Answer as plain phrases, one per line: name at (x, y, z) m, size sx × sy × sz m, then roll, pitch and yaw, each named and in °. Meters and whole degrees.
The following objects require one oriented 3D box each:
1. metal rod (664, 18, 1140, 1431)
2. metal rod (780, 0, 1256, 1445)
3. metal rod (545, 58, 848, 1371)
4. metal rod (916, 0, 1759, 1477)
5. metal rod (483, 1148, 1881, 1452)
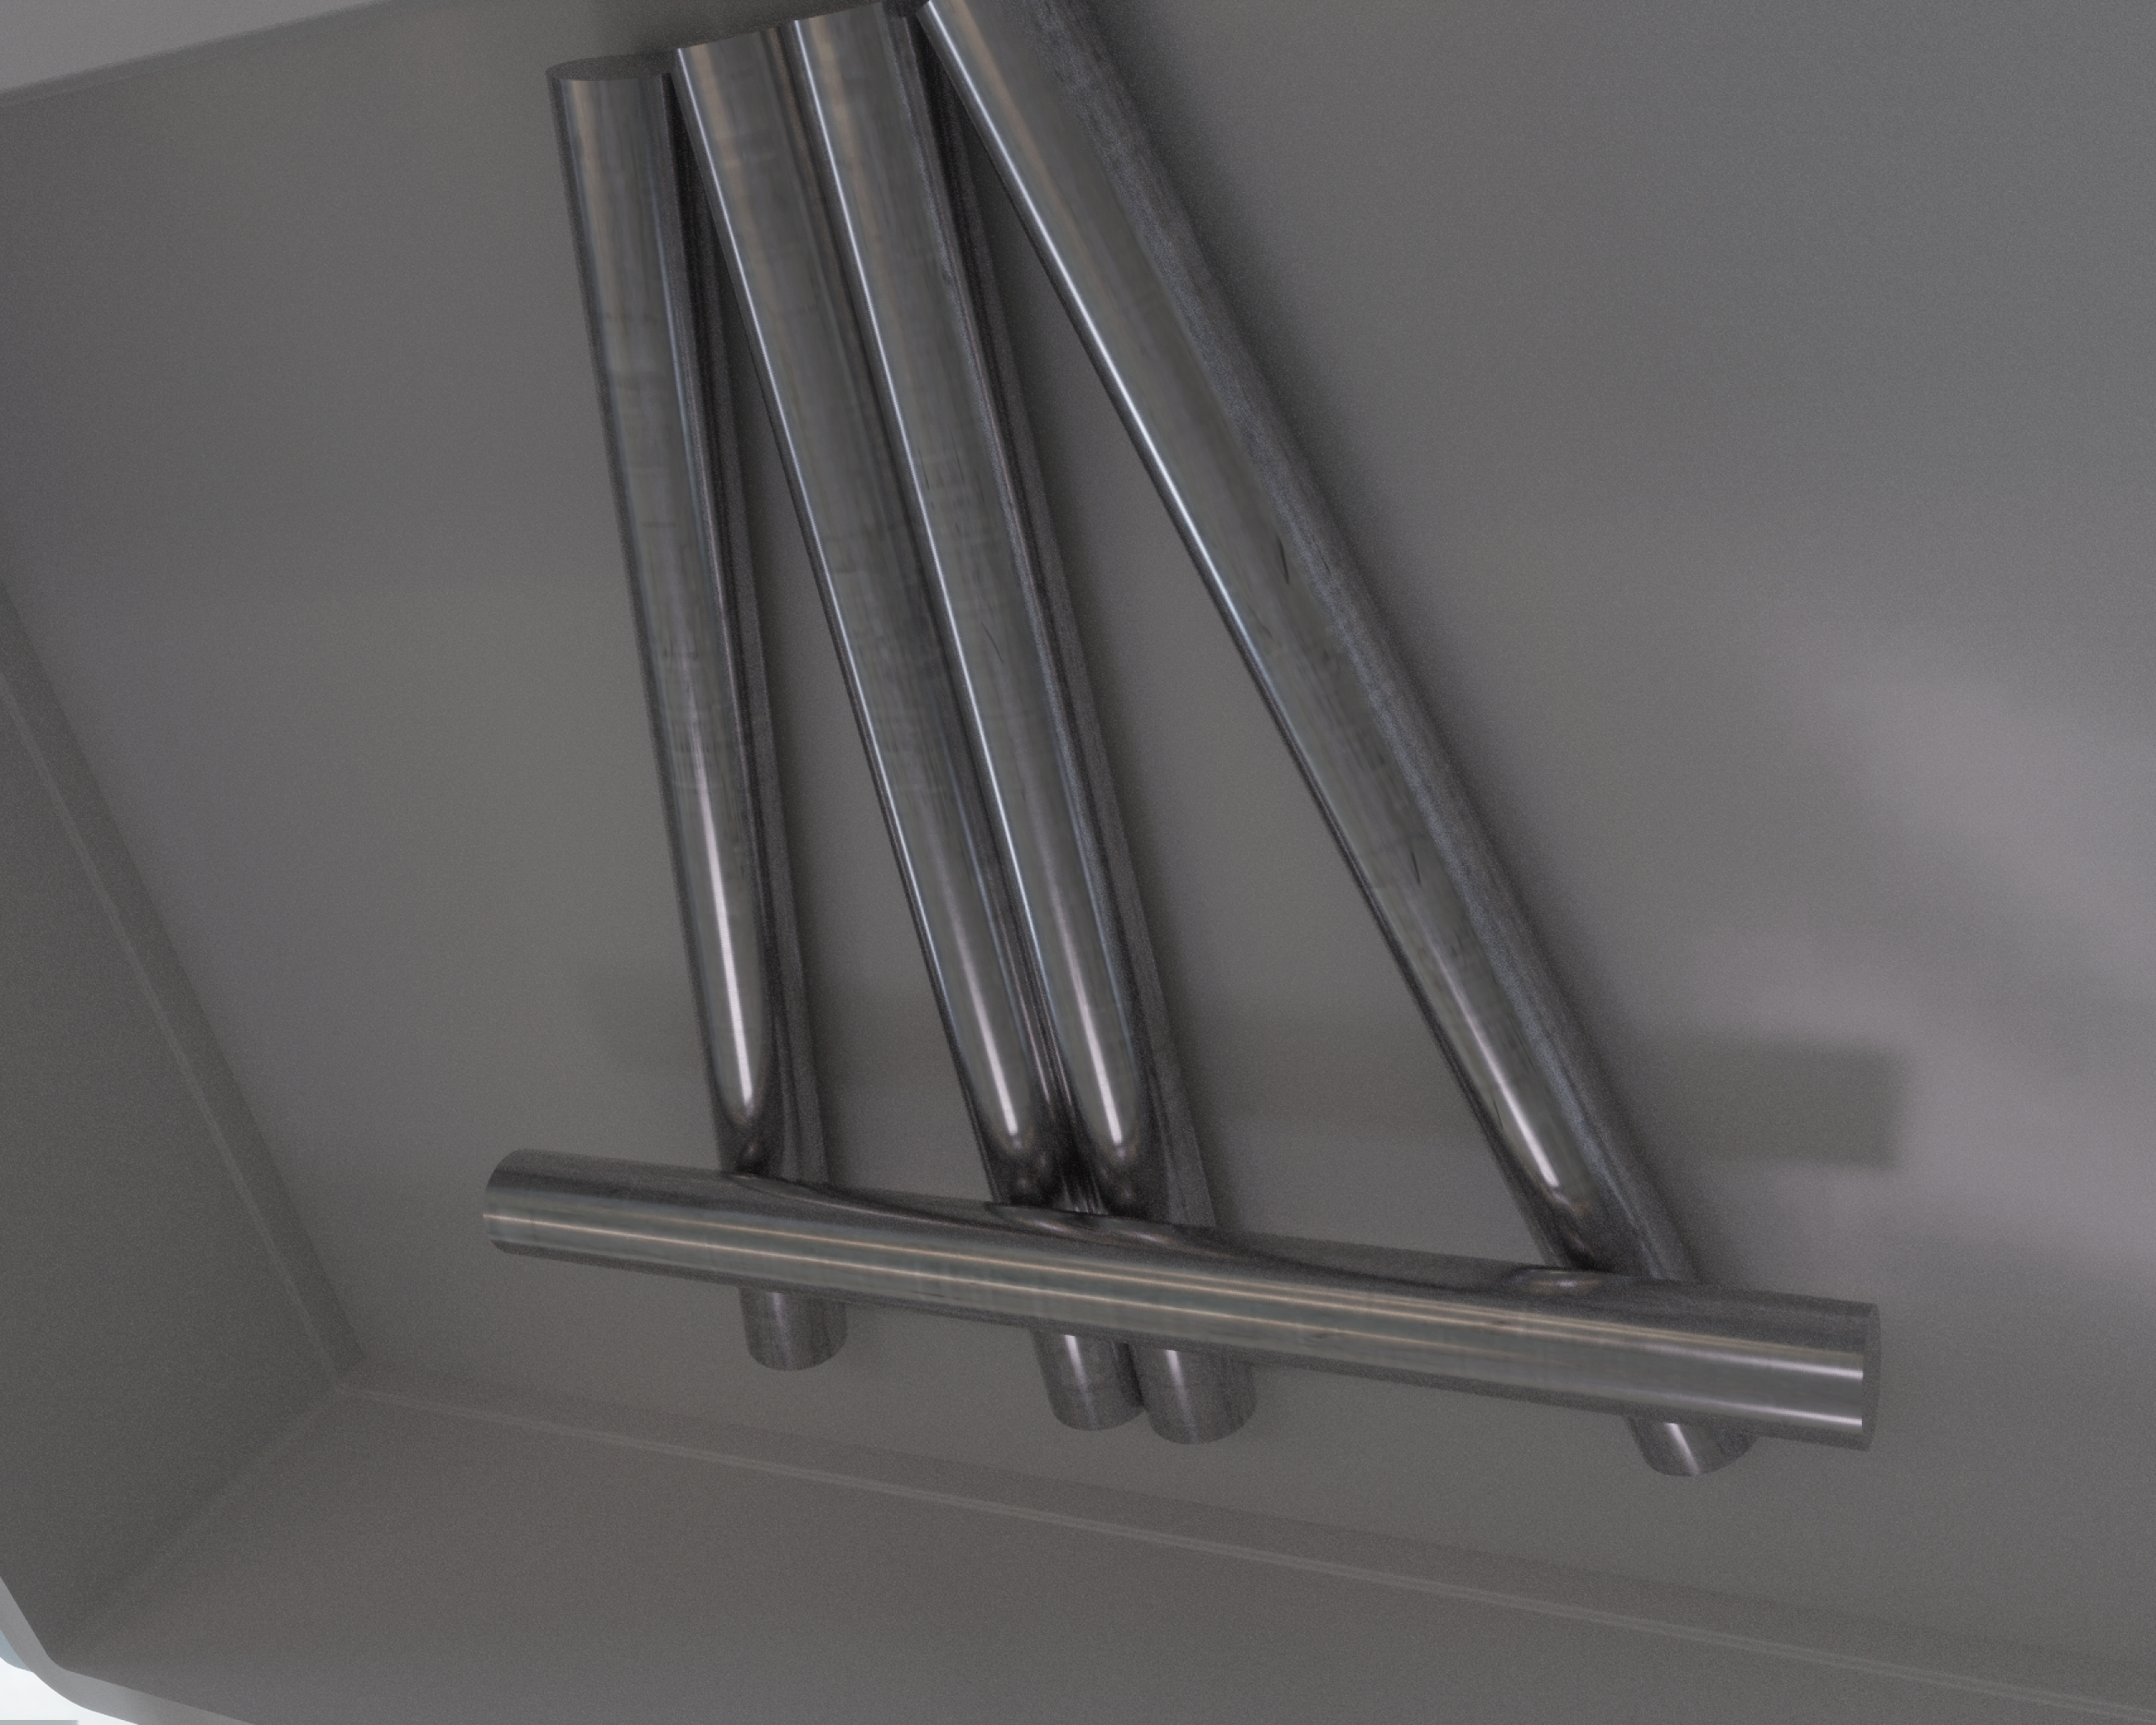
metal rod at (-0.026, -0.009, 0.415) m, size 0.025 × 0.025 × 0.298 m, roll 1°, pitch 119°, yaw 28°
metal rod at (-0.004, -0.009, 0.404) m, size 0.025 × 0.025 × 0.298 m, roll 1°, pitch 119°, yaw 28°
metal rod at (-0.075, -0.011, 0.440) m, size 0.025 × 0.025 × 0.298 m, roll 11°, pitch 124°, yaw 22°
metal rod at (0.054, -0.014, 0.370) m, size 0.025 × 0.025 × 0.299 m, roll -17°, pitch 110°, yaw 35°
metal rod at (0.002, 0.084, 0.424) m, size 0.300 × 0.025 × 0.025 m, roll 2°, pitch 119°, yaw 27°
